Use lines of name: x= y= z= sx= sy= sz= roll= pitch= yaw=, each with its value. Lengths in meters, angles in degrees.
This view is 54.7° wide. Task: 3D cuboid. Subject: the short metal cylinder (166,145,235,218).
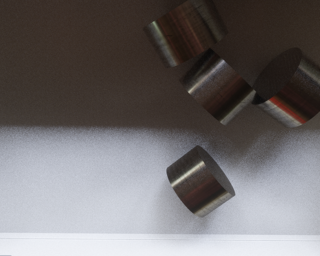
short metal cylinder: x=0.054 y=0.069 z=0.408 sx=0.050 sy=0.080 sz=0.080 roll=-39 pitch=106 yaw=13

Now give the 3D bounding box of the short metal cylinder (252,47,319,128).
short metal cylinder: x=0.153 y=-0.047 z=0.366 sx=0.050 sy=0.080 sz=0.080 roll=33 pitch=107 yaw=-12

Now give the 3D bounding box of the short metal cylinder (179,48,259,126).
short metal cylinder: x=0.069 y=-0.048 z=0.365 sx=0.080 sy=0.080 sz=0.050 roll=40 pitch=105 yaw=-14

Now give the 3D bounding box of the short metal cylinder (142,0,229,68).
short metal cylinder: x=0.028 y=-0.109 z=0.342 sx=0.080 sy=0.080 sz=0.050 roll=-29 pitch=108 yaw=10
